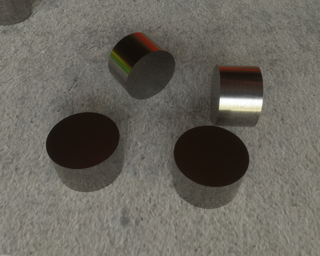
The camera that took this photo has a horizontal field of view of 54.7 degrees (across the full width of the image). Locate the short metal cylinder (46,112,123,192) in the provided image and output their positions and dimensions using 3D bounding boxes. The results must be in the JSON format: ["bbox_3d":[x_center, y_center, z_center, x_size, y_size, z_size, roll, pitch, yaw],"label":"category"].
[{"bbox_3d":[-0.085,0.028,0.363,0.081,0.050,0.080,0,50,0],"label":"short metal cylinder"}]

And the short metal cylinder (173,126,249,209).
[{"bbox_3d":[0.055,0.044,0.351,0.081,0.050,0.080,0,50,0],"label":"short metal cylinder"}]

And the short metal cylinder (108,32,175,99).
[{"bbox_3d":[-0.026,-0.088,0.441,0.081,0.080,0.050,-28,56,-22],"label":"short metal cylinder"}]

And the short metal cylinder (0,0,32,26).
[{"bbox_3d":[-0.290,-0.237,0.582,0.081,0.050,0.080,0,50,0],"label":"short metal cylinder"}]

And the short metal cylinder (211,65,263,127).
[{"bbox_3d":[0.097,-0.041,0.404,0.050,0.080,0.080,2,50,1],"label":"short metal cylinder"}]
